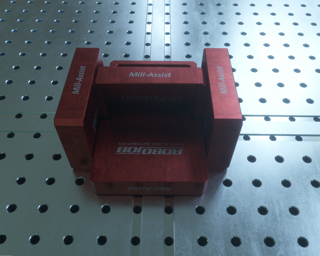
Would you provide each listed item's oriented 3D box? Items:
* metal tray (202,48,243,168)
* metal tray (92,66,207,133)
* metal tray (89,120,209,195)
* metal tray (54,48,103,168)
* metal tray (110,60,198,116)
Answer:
[{"bbox_3d":[0.070,-0.027,0.388,0.030,0.089,0.130,1,50,0],"label":"metal tray"},{"bbox_3d":[-0.012,-0.033,0.391,0.131,0.089,0.030,1,50,0],"label":"metal tray"},{"bbox_3d":[-0.012,0.033,0.374,0.131,0.030,0.090,1,50,0],"label":"metal tray"},{"bbox_3d":[-0.092,-0.027,0.386,0.030,0.089,0.130,1,50,0],"label":"metal tray"},{"bbox_3d":[-0.010,-0.059,0.454,0.131,0.030,0.090,1,50,0],"label":"metal tray"}]
